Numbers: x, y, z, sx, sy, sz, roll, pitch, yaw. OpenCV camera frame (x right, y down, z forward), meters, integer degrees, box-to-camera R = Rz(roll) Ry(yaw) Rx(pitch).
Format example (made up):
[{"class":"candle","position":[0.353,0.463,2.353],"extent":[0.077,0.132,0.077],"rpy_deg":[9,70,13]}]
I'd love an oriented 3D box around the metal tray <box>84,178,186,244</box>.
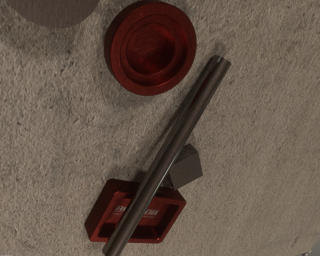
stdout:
[{"class":"metal tray","position":[-0.034,0.129,0.465],"extent":[0.131,0.030,0.089],"rpy_deg":[17,109,-35]}]

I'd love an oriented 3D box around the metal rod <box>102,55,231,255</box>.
[{"class":"metal rod","position":[0.007,0.041,0.410],"extent":[0.025,0.025,0.299],"rpy_deg":[27,95,-38]}]

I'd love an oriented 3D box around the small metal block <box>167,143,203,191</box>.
[{"class":"small metal block","position":[0.033,0.058,0.463],"extent":[0.050,0.025,0.050],"rpy_deg":[-26,128,-13]}]

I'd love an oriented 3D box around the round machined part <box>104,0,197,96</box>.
[{"class":"round machined part","position":[-0.013,-0.088,0.336],"extent":[0.099,0.042,0.097],"rpy_deg":[-14,125,-21]}]

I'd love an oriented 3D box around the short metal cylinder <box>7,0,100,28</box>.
[{"class":"short metal cylinder","position":[-0.093,-0.130,0.260],"extent":[0.081,0.050,0.079],"rpy_deg":[-14,125,-21]}]
